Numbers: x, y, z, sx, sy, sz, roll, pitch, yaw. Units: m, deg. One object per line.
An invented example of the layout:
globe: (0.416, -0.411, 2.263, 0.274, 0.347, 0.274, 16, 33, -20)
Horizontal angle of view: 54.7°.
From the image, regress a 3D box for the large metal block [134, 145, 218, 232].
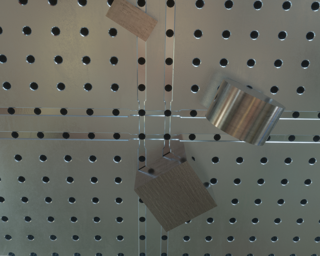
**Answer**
large metal block: (0.021, 0.084, 0.431, 0.080, 0.050, 0.080, -31, 108, 10)

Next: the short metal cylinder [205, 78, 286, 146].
short metal cylinder: (0.103, -0.021, 0.378, 0.080, 0.080, 0.050, 22, 109, -8)

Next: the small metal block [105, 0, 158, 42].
small metal block: (-0.030, -0.125, 0.354, 0.050, 0.050, 0.025, 31, 107, -11)
